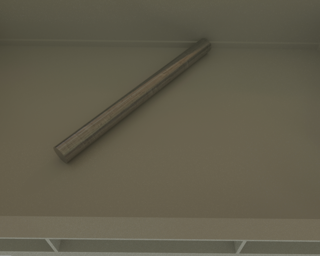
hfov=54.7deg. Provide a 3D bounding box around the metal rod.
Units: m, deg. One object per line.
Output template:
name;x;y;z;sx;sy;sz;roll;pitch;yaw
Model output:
metal rod;-0.022;-0.054;0.449;0.025;0.025;0.302;34;57;25
